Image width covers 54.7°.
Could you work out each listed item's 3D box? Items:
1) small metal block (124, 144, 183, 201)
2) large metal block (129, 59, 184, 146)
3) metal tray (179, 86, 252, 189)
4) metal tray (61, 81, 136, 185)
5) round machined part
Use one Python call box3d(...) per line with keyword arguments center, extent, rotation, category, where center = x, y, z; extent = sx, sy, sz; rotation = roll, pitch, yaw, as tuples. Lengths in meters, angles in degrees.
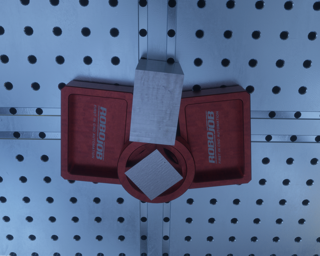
box3d(center=(-0.007, 0.053, 0.384), extent=(0.050, 0.025, 0.050), rotation=(-37, 106, 12), category="small metal block")
box3d(center=(-0.005, -0.034, 0.367), extent=(0.050, 0.080, 0.079), rotation=(6, 110, -2), category="large metal block")
box3d(center=(0.072, 0.014, 0.412), extent=(0.091, 0.030, 0.129), rotation=(-6, 110, 2), category="metal tray")
box3d(center=(-0.081, 0.008, 0.409), extent=(0.091, 0.030, 0.129), rotation=(6, 110, -3), category="metal tray")
box3d(center=(-0.004, 0.046, 0.407), extent=(0.099, 0.042, 0.097), rotation=(0, 110, 0), category="round machined part")
